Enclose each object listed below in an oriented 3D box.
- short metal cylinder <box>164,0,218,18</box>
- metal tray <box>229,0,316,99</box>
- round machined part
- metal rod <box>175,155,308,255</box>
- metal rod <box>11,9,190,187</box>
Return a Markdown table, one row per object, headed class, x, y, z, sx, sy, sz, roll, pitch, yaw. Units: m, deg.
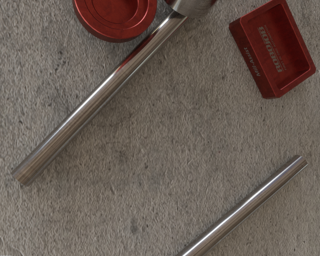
| class | x | y | z | sx | sy | sz | roll | pitch | yaw |
| --- | --- | --- | --- | --- | --- | --- | --- | --- | --- |
| short metal cylinder | 0.044 | -0.190 | 0.397 | 0.081 | 0.050 | 0.080 | 11 | 62 | -22 |
| metal tray | 0.172 | -0.120 | 0.469 | 0.090 | 0.030 | 0.130 | -33 | 101 | -17 |
| round machined part | -0.057 | -0.153 | 0.379 | 0.099 | 0.042 | 0.097 | 0 | 90 | -20 |
| metal rod | 0.104 | 0.133 | 0.447 | 0.302 | 0.025 | 0.025 | -34 | 101 | -17 |
| metal rod | -0.062 | -0.051 | 0.386 | 0.025 | 0.025 | 0.300 | 45 | 76 | -15 |
